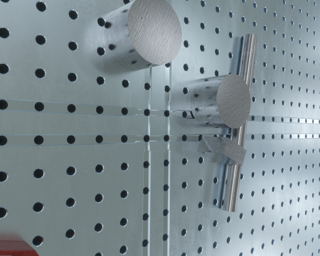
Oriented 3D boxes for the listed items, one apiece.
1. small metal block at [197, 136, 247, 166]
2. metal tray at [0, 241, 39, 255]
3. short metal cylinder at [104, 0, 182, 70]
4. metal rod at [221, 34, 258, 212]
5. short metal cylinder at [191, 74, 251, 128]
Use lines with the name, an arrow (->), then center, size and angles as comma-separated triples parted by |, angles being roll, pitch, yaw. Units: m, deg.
small metal block -> 0.094, 0.035, 0.472 | 0.050, 0.050, 0.025 | 31, 71, -36
metal tray -> -0.179, 0.142, 0.255 | 0.131, 0.030, 0.090 | 19, 78, -38
short metal cylinder -> -0.020, -0.113, 0.376 | 0.081, 0.050, 0.080 | 0, 90, -40
metal rod -> 0.134, -0.013, 0.521 | 0.025, 0.025, 0.299 | 15, 80, -39
short metal cylinder -> 0.093, -0.039, 0.470 | 0.081, 0.050, 0.080 | 0, 90, -40
